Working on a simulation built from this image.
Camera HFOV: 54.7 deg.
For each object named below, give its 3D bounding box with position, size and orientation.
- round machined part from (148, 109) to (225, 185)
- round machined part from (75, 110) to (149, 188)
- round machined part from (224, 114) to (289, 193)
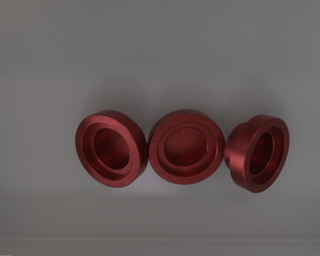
[{"bbox_3d":[0.032,0.022,0.407,0.099,0.042,0.097,-2,110,-6],"label":"round machined part"},{"bbox_3d":[-0.057,0.023,0.396,0.098,0.042,0.097,10,113,26],"label":"round machined part"},{"bbox_3d":[0.120,0.030,0.397,0.099,0.042,0.097,-14,113,-37],"label":"round machined part"}]
